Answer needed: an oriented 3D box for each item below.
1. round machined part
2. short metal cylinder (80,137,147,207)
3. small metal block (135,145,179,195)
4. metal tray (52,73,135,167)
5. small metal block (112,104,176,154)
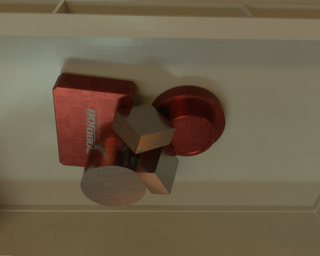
[{"bbox_3d":[0.034,-0.002,0.395,0.099,0.042,0.097,-1,130,0],"label":"round machined part"},{"bbox_3d":[-0.057,0.057,0.399,0.081,0.050,0.079,0,130,0],"label":"short metal cylinder"},{"bbox_3d":[-0.002,0.047,0.379,0.025,0.050,0.050,-2,140,26],"label":"small metal block"},{"bbox_3d":[-0.083,-0.003,0.397,0.091,0.030,0.129,6,130,-6],"label":"metal tray"},{"bbox_3d":[-0.019,-0.001,0.356,0.050,0.050,0.025,-13,135,-39],"label":"small metal block"}]
